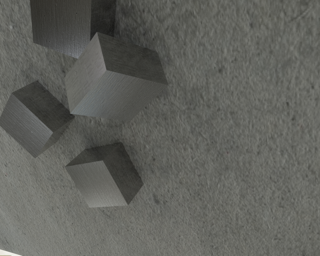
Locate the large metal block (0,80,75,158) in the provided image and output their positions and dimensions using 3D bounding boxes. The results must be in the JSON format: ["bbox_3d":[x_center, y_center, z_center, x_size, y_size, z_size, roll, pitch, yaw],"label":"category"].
[{"bbox_3d":[-0.193,-0.012,0.482,0.080,0.050,0.080,45,129,-3],"label":"large metal block"}]

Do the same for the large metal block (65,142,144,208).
[{"bbox_3d":[-0.085,0.074,0.479,0.080,0.050,0.080,-13,112,33],"label":"large metal block"}]

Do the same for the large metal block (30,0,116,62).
[{"bbox_3d":[-0.100,-0.132,0.360,0.080,0.050,0.079,22,127,15],"label":"large metal block"}]

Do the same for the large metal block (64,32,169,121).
[{"bbox_3d":[-0.051,-0.053,0.355,0.080,0.081,0.050,-39,57,39],"label":"large metal block"}]
